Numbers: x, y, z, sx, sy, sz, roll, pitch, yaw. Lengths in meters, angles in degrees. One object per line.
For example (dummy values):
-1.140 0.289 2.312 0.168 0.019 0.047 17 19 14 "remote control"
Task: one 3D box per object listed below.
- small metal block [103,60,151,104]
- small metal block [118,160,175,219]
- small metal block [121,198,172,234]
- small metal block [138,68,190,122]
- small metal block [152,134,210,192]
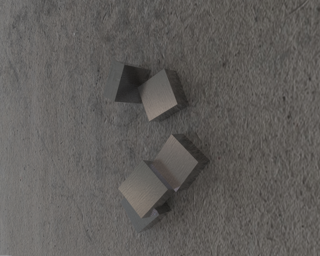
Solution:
-0.045 -0.062 0.426 0.025 0.050 0.050 28 108 36 "small metal block"
-0.016 0.076 0.389 0.050 0.025 0.050 -50 62 12 "small metal block"
-0.020 0.106 0.422 0.050 0.025 0.050 -48 62 29 "small metal block"
0.004 -0.041 0.402 0.050 0.025 0.050 -30 71 36 "small metal block"
0.025 0.042 0.385 0.050 0.025 0.050 47 118 29 "small metal block"
